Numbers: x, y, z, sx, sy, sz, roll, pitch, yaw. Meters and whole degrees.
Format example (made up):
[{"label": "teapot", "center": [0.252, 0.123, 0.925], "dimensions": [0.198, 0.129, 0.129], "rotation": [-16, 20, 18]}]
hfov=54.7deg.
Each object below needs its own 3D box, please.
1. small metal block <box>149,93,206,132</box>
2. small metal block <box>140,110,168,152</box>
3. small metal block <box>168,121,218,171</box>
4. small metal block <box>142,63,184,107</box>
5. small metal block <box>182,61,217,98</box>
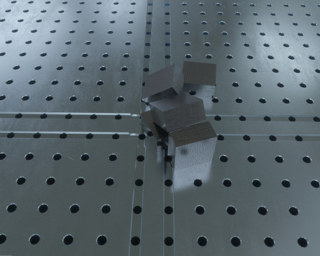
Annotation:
[{"label": "small metal block", "center": [0.020, -0.021, 0.378], "dimensions": [0.050, 0.025, 0.050], "rotation": [-18, 21, -15]}, {"label": "small metal block", "center": [0.008, -0.002, 0.410], "dimensions": [0.050, 0.025, 0.050], "rotation": [-20, 53, -17]}, {"label": "small metal block", "center": [0.038, 0.022, 0.373], "dimensions": [0.050, 0.050, 0.025], "rotation": [-14, 52, -12]}, {"label": "small metal block", "center": [0.005, -0.058, 0.442], "dimensions": [0.050, 0.025, 0.050], "rotation": [-19, 43, 29]}, {"label": "small metal block", "center": [0.058, -0.074, 0.471], "dimensions": [0.050, 0.025, 0.050], "rotation": [7, 50, 5]}]
